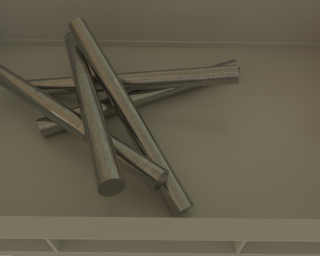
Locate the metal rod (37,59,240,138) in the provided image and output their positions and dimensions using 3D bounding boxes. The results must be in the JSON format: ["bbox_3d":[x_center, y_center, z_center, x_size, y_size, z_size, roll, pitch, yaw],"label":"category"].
[{"bbox_3d":[-0.019,-0.047,0.444,0.302,0.025,0.025,-19,53,-16],"label":"metal rod"}]

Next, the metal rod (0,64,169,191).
[{"bbox_3d":[-0.117,-0.014,0.381,0.300,0.025,0.025,30,56,24],"label":"metal rod"}]

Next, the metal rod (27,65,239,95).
[{"bbox_3d":[-0.047,-0.064,0.428,0.301,0.025,0.025,-2,50,9],"label":"metal rod"}]

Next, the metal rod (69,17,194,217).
[{"bbox_3d":[-0.046,-0.030,0.388,0.025,0.025,0.299,-24,67,-19],"label":"metal rod"}]

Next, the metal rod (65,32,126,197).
[{"bbox_3d":[-0.090,-0.043,0.379,0.025,0.025,0.300,-14,44,-12],"label":"metal rod"}]
